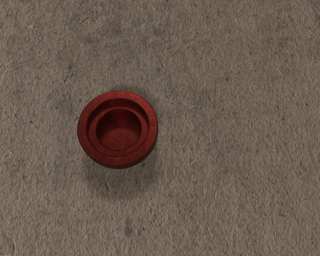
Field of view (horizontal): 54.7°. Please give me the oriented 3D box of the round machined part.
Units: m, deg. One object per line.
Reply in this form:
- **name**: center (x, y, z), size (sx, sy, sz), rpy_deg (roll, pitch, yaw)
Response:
- **round machined part**: center (-0.052, 0.005, 0.397), size (0.099, 0.042, 0.098), rpy_deg (0, 70, -1)
